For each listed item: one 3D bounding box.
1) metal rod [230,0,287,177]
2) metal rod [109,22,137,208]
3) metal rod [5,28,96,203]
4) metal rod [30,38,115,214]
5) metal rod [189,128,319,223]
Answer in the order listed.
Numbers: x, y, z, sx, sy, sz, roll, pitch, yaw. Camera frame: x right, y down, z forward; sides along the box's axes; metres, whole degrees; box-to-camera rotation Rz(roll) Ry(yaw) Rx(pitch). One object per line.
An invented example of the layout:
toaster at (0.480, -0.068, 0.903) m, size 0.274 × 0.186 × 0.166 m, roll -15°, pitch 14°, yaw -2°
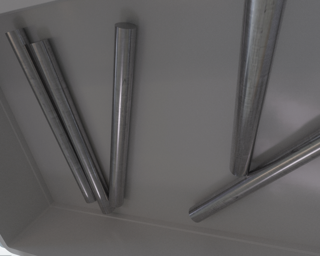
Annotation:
metal rod at (0.078, -0.030, 0.265) m, size 0.025 × 0.025 × 0.299 m, roll 16°, pitch 152°, yaw 19°
metal rod at (-0.057, 0.004, 0.440) m, size 0.025 × 0.025 × 0.298 m, roll 20°, pitch 126°, yaw 16°
metal rod at (-0.161, -0.005, 0.490) m, size 0.025 × 0.025 × 0.298 m, roll -4°, pitch 117°, yaw 30°
metal rod at (-0.128, 0.012, 0.483) m, size 0.025 × 0.025 × 0.298 m, roll -2°, pitch 118°, yaw 29°
metal rod at (0.136, 0.048, 0.366) m, size 0.025 × 0.025 × 0.299 m, roll 44°, pitch 129°, yaw -2°
